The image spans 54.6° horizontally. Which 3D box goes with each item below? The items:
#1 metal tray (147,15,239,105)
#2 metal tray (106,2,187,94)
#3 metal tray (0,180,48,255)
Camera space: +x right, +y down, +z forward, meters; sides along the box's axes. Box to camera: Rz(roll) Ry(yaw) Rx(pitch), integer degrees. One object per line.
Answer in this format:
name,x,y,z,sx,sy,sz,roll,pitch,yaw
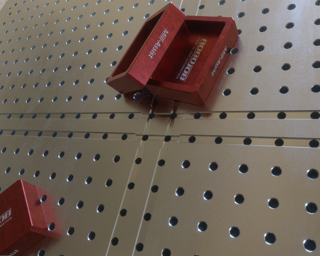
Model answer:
metal tray,0.045,-0.101,0.444,0.090,0.030,0.130,17,70,34
metal tray,-0.022,-0.115,0.459,0.130,0.030,0.090,-60,24,-14
metal tray,-0.227,0.147,0.436,0.130,0.030,0.090,-38,51,2
